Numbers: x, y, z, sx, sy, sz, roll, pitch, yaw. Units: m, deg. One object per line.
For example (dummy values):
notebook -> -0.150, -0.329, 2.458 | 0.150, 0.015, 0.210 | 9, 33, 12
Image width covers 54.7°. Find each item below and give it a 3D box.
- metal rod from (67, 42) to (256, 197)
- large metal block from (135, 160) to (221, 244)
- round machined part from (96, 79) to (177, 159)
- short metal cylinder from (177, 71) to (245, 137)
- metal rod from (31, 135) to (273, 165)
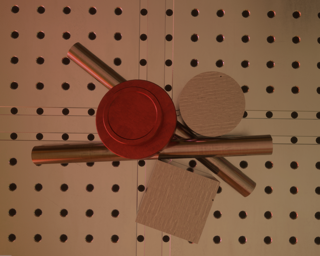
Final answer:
metal rod -> 0.003, -0.011, 0.414 | 0.300, 0.025, 0.025 | 38, 90, -1
large metal block -> 0.022, 0.089, 0.399 | 0.080, 0.050, 0.080 | 20, 90, -1
round machined part -> -0.029, -0.011, 0.371 | 0.099, 0.042, 0.097 | -1, 81, 5
short metal cylinder -> 0.064, -0.029, 0.401 | 0.081, 0.050, 0.079 | 0, 90, -1
metal rod -> -0.015, 0.028, 0.395 | 0.302, 0.025, 0.025 | -3, 90, 7
